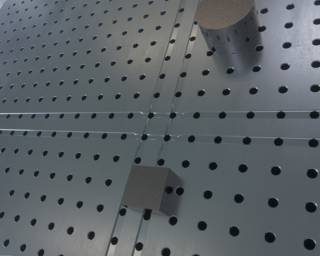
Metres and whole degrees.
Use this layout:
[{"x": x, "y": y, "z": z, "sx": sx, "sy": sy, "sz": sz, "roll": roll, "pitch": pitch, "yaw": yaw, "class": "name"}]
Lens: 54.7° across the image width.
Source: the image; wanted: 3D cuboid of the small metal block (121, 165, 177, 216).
[{"x": -0.012, "y": 0.074, "z": 0.370, "sx": 0.050, "sy": 0.025, "sz": 0.050, "roll": 1, "pitch": 62, "yaw": 28, "class": "small metal block"}]

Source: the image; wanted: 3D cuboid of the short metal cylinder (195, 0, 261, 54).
[{"x": 0.096, "y": -0.151, "z": 0.435, "sx": 0.080, "sy": 0.050, "sz": 0.080, "roll": -13, "pitch": 56, "yaw": 21, "class": "short metal cylinder"}]
